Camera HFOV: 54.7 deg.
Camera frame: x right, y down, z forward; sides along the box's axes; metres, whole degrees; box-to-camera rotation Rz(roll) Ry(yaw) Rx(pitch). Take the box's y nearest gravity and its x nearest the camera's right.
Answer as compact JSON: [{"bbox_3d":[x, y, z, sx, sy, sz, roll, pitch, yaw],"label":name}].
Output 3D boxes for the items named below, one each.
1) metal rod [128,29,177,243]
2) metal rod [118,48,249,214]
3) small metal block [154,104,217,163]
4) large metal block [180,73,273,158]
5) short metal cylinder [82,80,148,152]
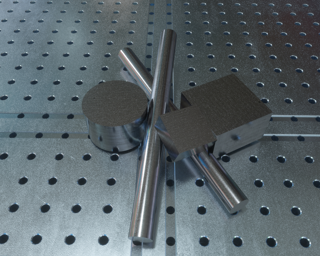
[{"bbox_3d":[-0.003,-0.014,0.389,0.025,0.025,0.300,5,58,4],"label":"metal rod"},{"bbox_3d":[0.015,-0.017,0.417,0.025,0.025,0.300,-22,54,-18],"label":"metal rod"},{"bbox_3d":[0.029,0.006,0.357,0.050,0.025,0.050,-17,67,-24],"label":"small metal block"},{"bbox_3d":[0.081,-0.016,0.400,0.081,0.050,0.080,-21,53,-17],"label":"large metal block"},{"bbox_3d":[-0.056,-0.016,0.400,0.081,0.050,0.080,1,50,0],"label":"short metal cylinder"}]
